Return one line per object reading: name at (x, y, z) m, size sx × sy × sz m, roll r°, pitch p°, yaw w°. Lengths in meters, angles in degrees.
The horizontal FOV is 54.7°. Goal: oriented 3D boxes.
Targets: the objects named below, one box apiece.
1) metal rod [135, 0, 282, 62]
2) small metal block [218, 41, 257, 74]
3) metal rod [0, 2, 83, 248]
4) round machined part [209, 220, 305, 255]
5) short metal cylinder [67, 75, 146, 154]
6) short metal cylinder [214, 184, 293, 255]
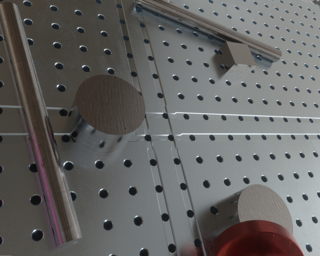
metal rod at (0.099, -0.183, 0.572) m, size 0.302 × 0.025 × 0.025 m, roll 16°, pitch 56°, yaw -19°
small metal block at (0.140, -0.127, 0.560) m, size 0.050 × 0.025 × 0.050 m, roll 0°, pitch 62°, yaw -28°
metal rod at (-0.140, -0.021, 0.345) m, size 0.025 × 0.025 × 0.299 m, roll -9°, pitch 67°, yaw -32°
round machined part at (0.103, 0.149, 0.322) m, size 0.098 × 0.098 × 0.042 m, roll 31°, pitch 17°, yaw -9°
short metal cylinder at (-0.064, -0.016, 0.367) m, size 0.081 × 0.050 × 0.080 m, roll 14°, pitch 56°, yaw -21°
short metal cylinder at (0.114, 0.116, 0.383) m, size 0.081 × 0.050 × 0.080 m, roll 14°, pitch 56°, yaw -21°
